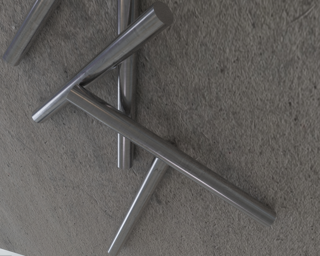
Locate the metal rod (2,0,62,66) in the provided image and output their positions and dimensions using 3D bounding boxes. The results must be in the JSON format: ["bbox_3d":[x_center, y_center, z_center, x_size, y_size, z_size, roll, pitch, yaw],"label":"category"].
[{"bbox_3d":[-0.123,-0.168,0.367,0.299,0.025,0.025,-34,100,38],"label":"metal rod"}]

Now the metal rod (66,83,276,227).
[{"bbox_3d":[0.018,0.037,0.393,0.301,0.025,0.025,33,129,-4],"label":"metal rod"}]

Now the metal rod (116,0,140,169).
[{"bbox_3d":[-0.041,-0.069,0.385,0.025,0.025,0.298,18,126,18],"label":"metal rod"}]

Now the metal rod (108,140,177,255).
[{"bbox_3d":[-0.038,0.131,0.507,0.025,0.025,0.298,32,129,7],"label":"metal rod"}]

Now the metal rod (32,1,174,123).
[{"bbox_3d":[-0.095,-0.064,0.394,0.299,0.025,0.025,-24,106,44],"label":"metal rod"}]
